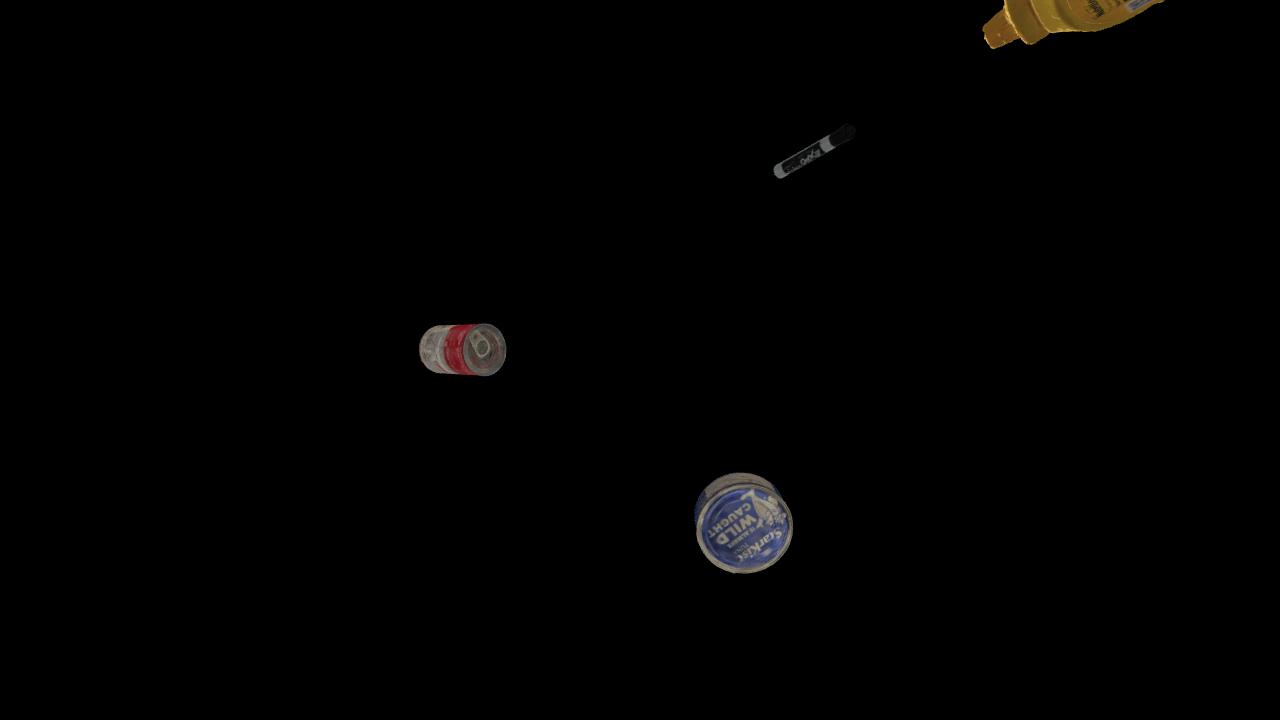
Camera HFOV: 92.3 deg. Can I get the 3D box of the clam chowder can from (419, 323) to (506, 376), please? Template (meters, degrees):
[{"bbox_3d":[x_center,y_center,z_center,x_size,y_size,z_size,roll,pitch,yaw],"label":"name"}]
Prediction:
[{"bbox_3d":[-0.236,-0.013,0.813,0.102,0.068,0.068,1,1,38],"label":"clam chowder can"}]

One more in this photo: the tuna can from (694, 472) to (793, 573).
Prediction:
[{"bbox_3d":[0.091,0.144,0.546,0.084,0.084,0.034,0,11,0],"label":"tuna can"}]

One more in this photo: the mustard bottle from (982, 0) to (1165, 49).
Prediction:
[{"bbox_3d":[0.310,-0.260,0.385,0.092,0.054,0.184,19,-25,-32],"label":"mustard bottle"}]

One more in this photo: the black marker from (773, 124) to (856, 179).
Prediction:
[{"bbox_3d":[0.207,-0.249,0.736,0.020,0.020,0.121,0,-7,-30],"label":"black marker"}]
